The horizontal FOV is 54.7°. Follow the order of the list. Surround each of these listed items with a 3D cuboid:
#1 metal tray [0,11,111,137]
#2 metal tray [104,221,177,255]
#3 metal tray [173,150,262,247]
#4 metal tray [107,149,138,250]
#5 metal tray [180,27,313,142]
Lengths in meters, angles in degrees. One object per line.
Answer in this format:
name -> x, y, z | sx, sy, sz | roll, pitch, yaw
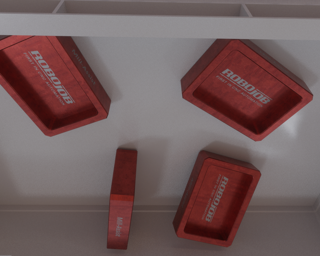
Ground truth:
metal tray -> -0.127, -0.055, 0.357 | 0.090, 0.030, 0.130 | -18, 128, 14
metal tray -> -0.036, 0.240, 0.613 | 0.090, 0.030, 0.130 | -25, 126, 19
metal tray -> 0.083, 0.107, 0.461 | 0.091, 0.030, 0.129 | 16, 102, -12
metal tray -> -0.056, 0.106, 0.455 | 0.030, 0.090, 0.129 | 6, 130, -5
metal tray -> 0.102, -0.045, 0.368 | 0.131, 0.030, 0.090 | 28, 125, -23
